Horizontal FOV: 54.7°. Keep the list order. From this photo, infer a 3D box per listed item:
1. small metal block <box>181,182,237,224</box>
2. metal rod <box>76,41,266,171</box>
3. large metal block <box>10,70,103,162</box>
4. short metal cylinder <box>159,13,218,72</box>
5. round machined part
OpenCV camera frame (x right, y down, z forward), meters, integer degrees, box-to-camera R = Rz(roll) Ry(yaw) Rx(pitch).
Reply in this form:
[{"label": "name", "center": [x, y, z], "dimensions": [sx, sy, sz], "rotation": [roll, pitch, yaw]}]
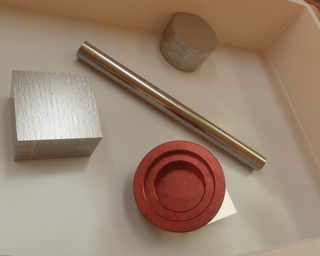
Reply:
[{"label": "small metal block", "center": [0.059, 0.091, 0.384], "dimensions": [0.050, 0.025, 0.050], "rotation": [-9, 66, -33]}, {"label": "metal rod", "center": [0.021, -0.026, 0.434], "dimensions": [0.301, 0.025, 0.025], "rotation": [32, 51, -8]}, {"label": "large metal block", "center": [-0.115, -0.013, 0.336], "dimensions": [0.081, 0.050, 0.080], "rotation": [-2, 63, -29]}, {"label": "short metal cylinder", "center": [0.046, -0.137, 0.500], "dimensions": [0.081, 0.050, 0.080], "rotation": [14, 56, -21]}, {"label": "round machined part", "center": [0.023, 0.067, 0.348], "dimensions": [0.099, 0.042, 0.098], "rotation": [-3, 70, 8]}]
